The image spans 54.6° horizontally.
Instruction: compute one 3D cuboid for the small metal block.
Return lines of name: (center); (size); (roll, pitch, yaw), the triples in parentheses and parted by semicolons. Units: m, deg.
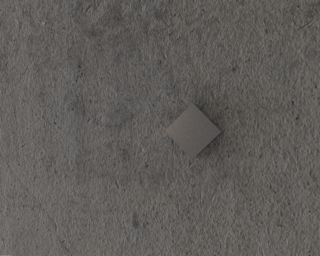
small metal block: (0.044, 0.004, 0.394); (0.050, 0.025, 0.050); (-46, 76, 14)
